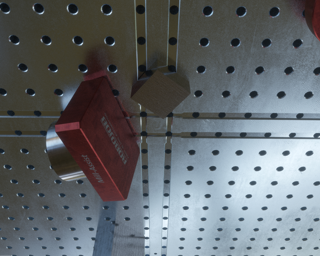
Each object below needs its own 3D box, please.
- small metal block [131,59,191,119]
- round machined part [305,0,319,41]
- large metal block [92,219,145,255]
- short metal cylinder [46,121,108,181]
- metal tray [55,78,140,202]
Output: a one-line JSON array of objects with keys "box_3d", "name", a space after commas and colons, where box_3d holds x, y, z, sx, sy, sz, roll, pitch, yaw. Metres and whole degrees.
[{"box_3d": [0.001, -0.046, 0.373, 0.050, 0.025, 0.050, 32, 123, -25], "name": "small metal block"}, {"box_3d": [0.189, -0.126, 0.295, 0.099, 0.042, 0.097, 0, 130, 0], "name": "round machined part"}, {"box_3d": [-0.075, 0.228, 0.569, 0.050, 0.080, 0.080, -33, 123, 25], "name": "large metal block"}, {"box_3d": [-0.099, 0.023, 0.394, 0.050, 0.080, 0.080, -13, 129, 11], "name": "short metal cylinder"}, {"box_3d": [-0.068, 0.016, 0.378, 0.030, 0.090, 0.129, -7, 130, 18], "name": "metal tray"}]
